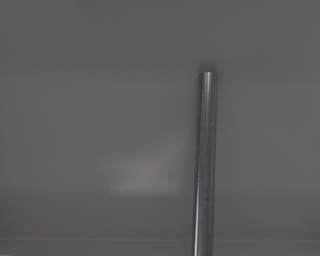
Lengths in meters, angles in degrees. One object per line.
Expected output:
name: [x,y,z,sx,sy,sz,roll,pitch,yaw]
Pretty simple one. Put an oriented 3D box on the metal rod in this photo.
metal rod: [0.053,0.082,0.375,0.025,0.025,0.299,3,85,-1]
